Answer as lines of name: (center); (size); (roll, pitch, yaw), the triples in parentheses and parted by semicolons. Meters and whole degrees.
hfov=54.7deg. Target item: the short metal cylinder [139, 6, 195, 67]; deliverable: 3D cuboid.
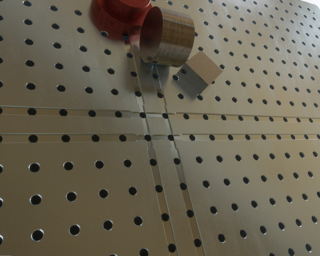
short metal cylinder: (0.008, -0.133, 0.458); (0.050, 0.080, 0.080); (4, 60, -27)

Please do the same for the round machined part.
round machined part: (-0.054, -0.199, 0.489); (0.099, 0.042, 0.098); (14, 56, -21)

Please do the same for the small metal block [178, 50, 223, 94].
small metal block: (0.066, -0.091, 0.499); (0.050, 0.025, 0.050); (45, 51, 3)
